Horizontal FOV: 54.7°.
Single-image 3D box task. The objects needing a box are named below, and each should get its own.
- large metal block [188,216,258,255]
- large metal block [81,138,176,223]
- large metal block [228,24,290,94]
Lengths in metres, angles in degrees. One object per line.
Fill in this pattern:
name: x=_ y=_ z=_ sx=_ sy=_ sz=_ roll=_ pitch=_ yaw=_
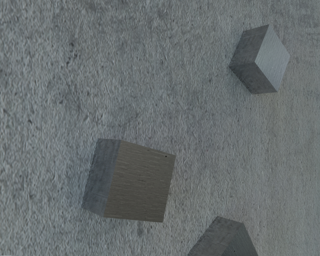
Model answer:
large metal block: x=0.099 y=0.197 z=0.472 sx=0.080 sy=0.050 sz=0.080 roll=-41 pitch=115 yaw=-32
large metal block: x=-0.035 y=0.061 z=0.359 sx=0.080 sy=0.050 sz=0.080 roll=19 pitch=78 yaw=-38
large metal block: x=0.173 y=-0.115 z=0.533 sx=0.080 sy=0.050 sz=0.080 roll=39 pitch=66 yaw=-33
